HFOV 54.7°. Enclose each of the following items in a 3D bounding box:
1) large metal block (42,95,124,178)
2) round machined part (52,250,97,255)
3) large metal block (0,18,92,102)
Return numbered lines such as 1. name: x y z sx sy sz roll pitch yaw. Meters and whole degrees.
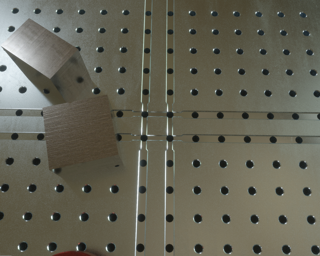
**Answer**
1. large metal block: -0.096 0.011 0.393 0.081 0.050 0.080 -12 71 -5
2. round machined part: -0.094 0.185 0.334 0.099 0.042 0.098 0 70 0
3. large metal block: -0.146 -0.084 0.412 0.080 0.080 0.050 33 74 11
